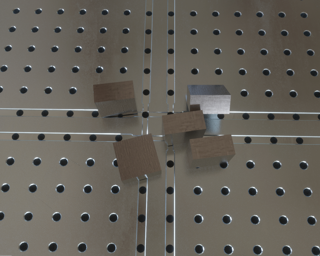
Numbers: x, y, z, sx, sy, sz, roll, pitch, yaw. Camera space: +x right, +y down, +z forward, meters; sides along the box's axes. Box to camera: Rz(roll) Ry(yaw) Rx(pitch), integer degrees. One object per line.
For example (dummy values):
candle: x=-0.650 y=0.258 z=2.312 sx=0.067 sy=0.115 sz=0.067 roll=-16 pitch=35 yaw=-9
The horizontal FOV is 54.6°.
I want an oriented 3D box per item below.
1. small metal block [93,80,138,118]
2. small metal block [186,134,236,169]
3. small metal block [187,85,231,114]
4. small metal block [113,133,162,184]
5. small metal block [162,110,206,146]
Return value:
small metal block: x=-0.058 y=-0.038 z=0.412 sx=0.050 sy=0.050 sz=0.025 roll=-7 pitch=70 yaw=-3
small metal block: x=0.062 y=0.030 z=0.388 sx=0.050 sy=0.050 sz=0.025 roll=-7 pitch=70 yaw=-3
small metal block: x=0.063 y=-0.039 z=0.411 sx=0.050 sy=0.050 sz=0.025 roll=0 pitch=112 yaw=0
small metal block: x=-0.029 y=0.040 z=0.397 sx=0.050 sy=0.025 sz=0.050 roll=-14 pitch=71 yaw=-5
small metal block: x=0.029 y=0.001 z=0.398 sx=0.050 sy=0.050 sz=0.025 roll=-8 pitch=71 yaw=-3
